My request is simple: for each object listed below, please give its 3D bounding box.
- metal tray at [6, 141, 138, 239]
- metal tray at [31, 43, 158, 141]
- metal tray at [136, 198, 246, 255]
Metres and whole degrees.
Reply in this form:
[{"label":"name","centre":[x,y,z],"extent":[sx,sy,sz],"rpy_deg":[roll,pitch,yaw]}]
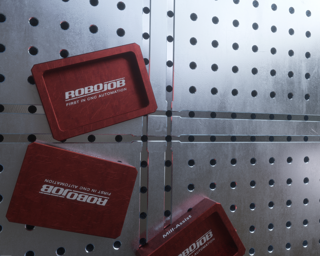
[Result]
[{"label":"metal tray","centre":[-0.102,0.075,0.373],"extent":[0.131,0.030,0.090],"rpy_deg":[17,84,-19]},{"label":"metal tray","centre":[-0.078,-0.045,0.381],"extent":[0.131,0.030,0.090],"rpy_deg":[-18,96,-19]},{"label":"metal tray","centre":[0.045,0.171,0.426],"extent":[0.131,0.030,0.090],"rpy_deg":[-33,101,-17]}]
